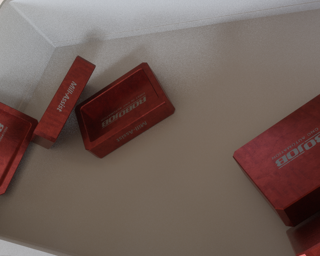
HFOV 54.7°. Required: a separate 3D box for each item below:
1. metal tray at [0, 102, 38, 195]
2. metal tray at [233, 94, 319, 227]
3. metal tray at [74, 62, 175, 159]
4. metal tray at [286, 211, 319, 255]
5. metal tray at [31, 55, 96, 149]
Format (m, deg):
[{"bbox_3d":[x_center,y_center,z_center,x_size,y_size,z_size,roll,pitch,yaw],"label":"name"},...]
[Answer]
[{"bbox_3d":[-0.259,0.028,0.477,0.030,0.090,0.130,-15,51,51],"label":"metal tray"},{"bbox_3d":[0.147,0.021,0.293,0.130,0.030,0.090,-35,31,4],"label":"metal tray"},{"bbox_3d":[-0.054,-0.027,0.445,0.130,0.030,0.090,-32,52,7],"label":"metal tray"},{"bbox_3d":[0.139,0.070,0.217,0.090,0.130,0.030,-35,69,9],"label":"metal tray"},{"bbox_3d":[-0.147,-0.036,0.468,0.090,0.030,0.130,-23,41,63],"label":"metal tray"}]
